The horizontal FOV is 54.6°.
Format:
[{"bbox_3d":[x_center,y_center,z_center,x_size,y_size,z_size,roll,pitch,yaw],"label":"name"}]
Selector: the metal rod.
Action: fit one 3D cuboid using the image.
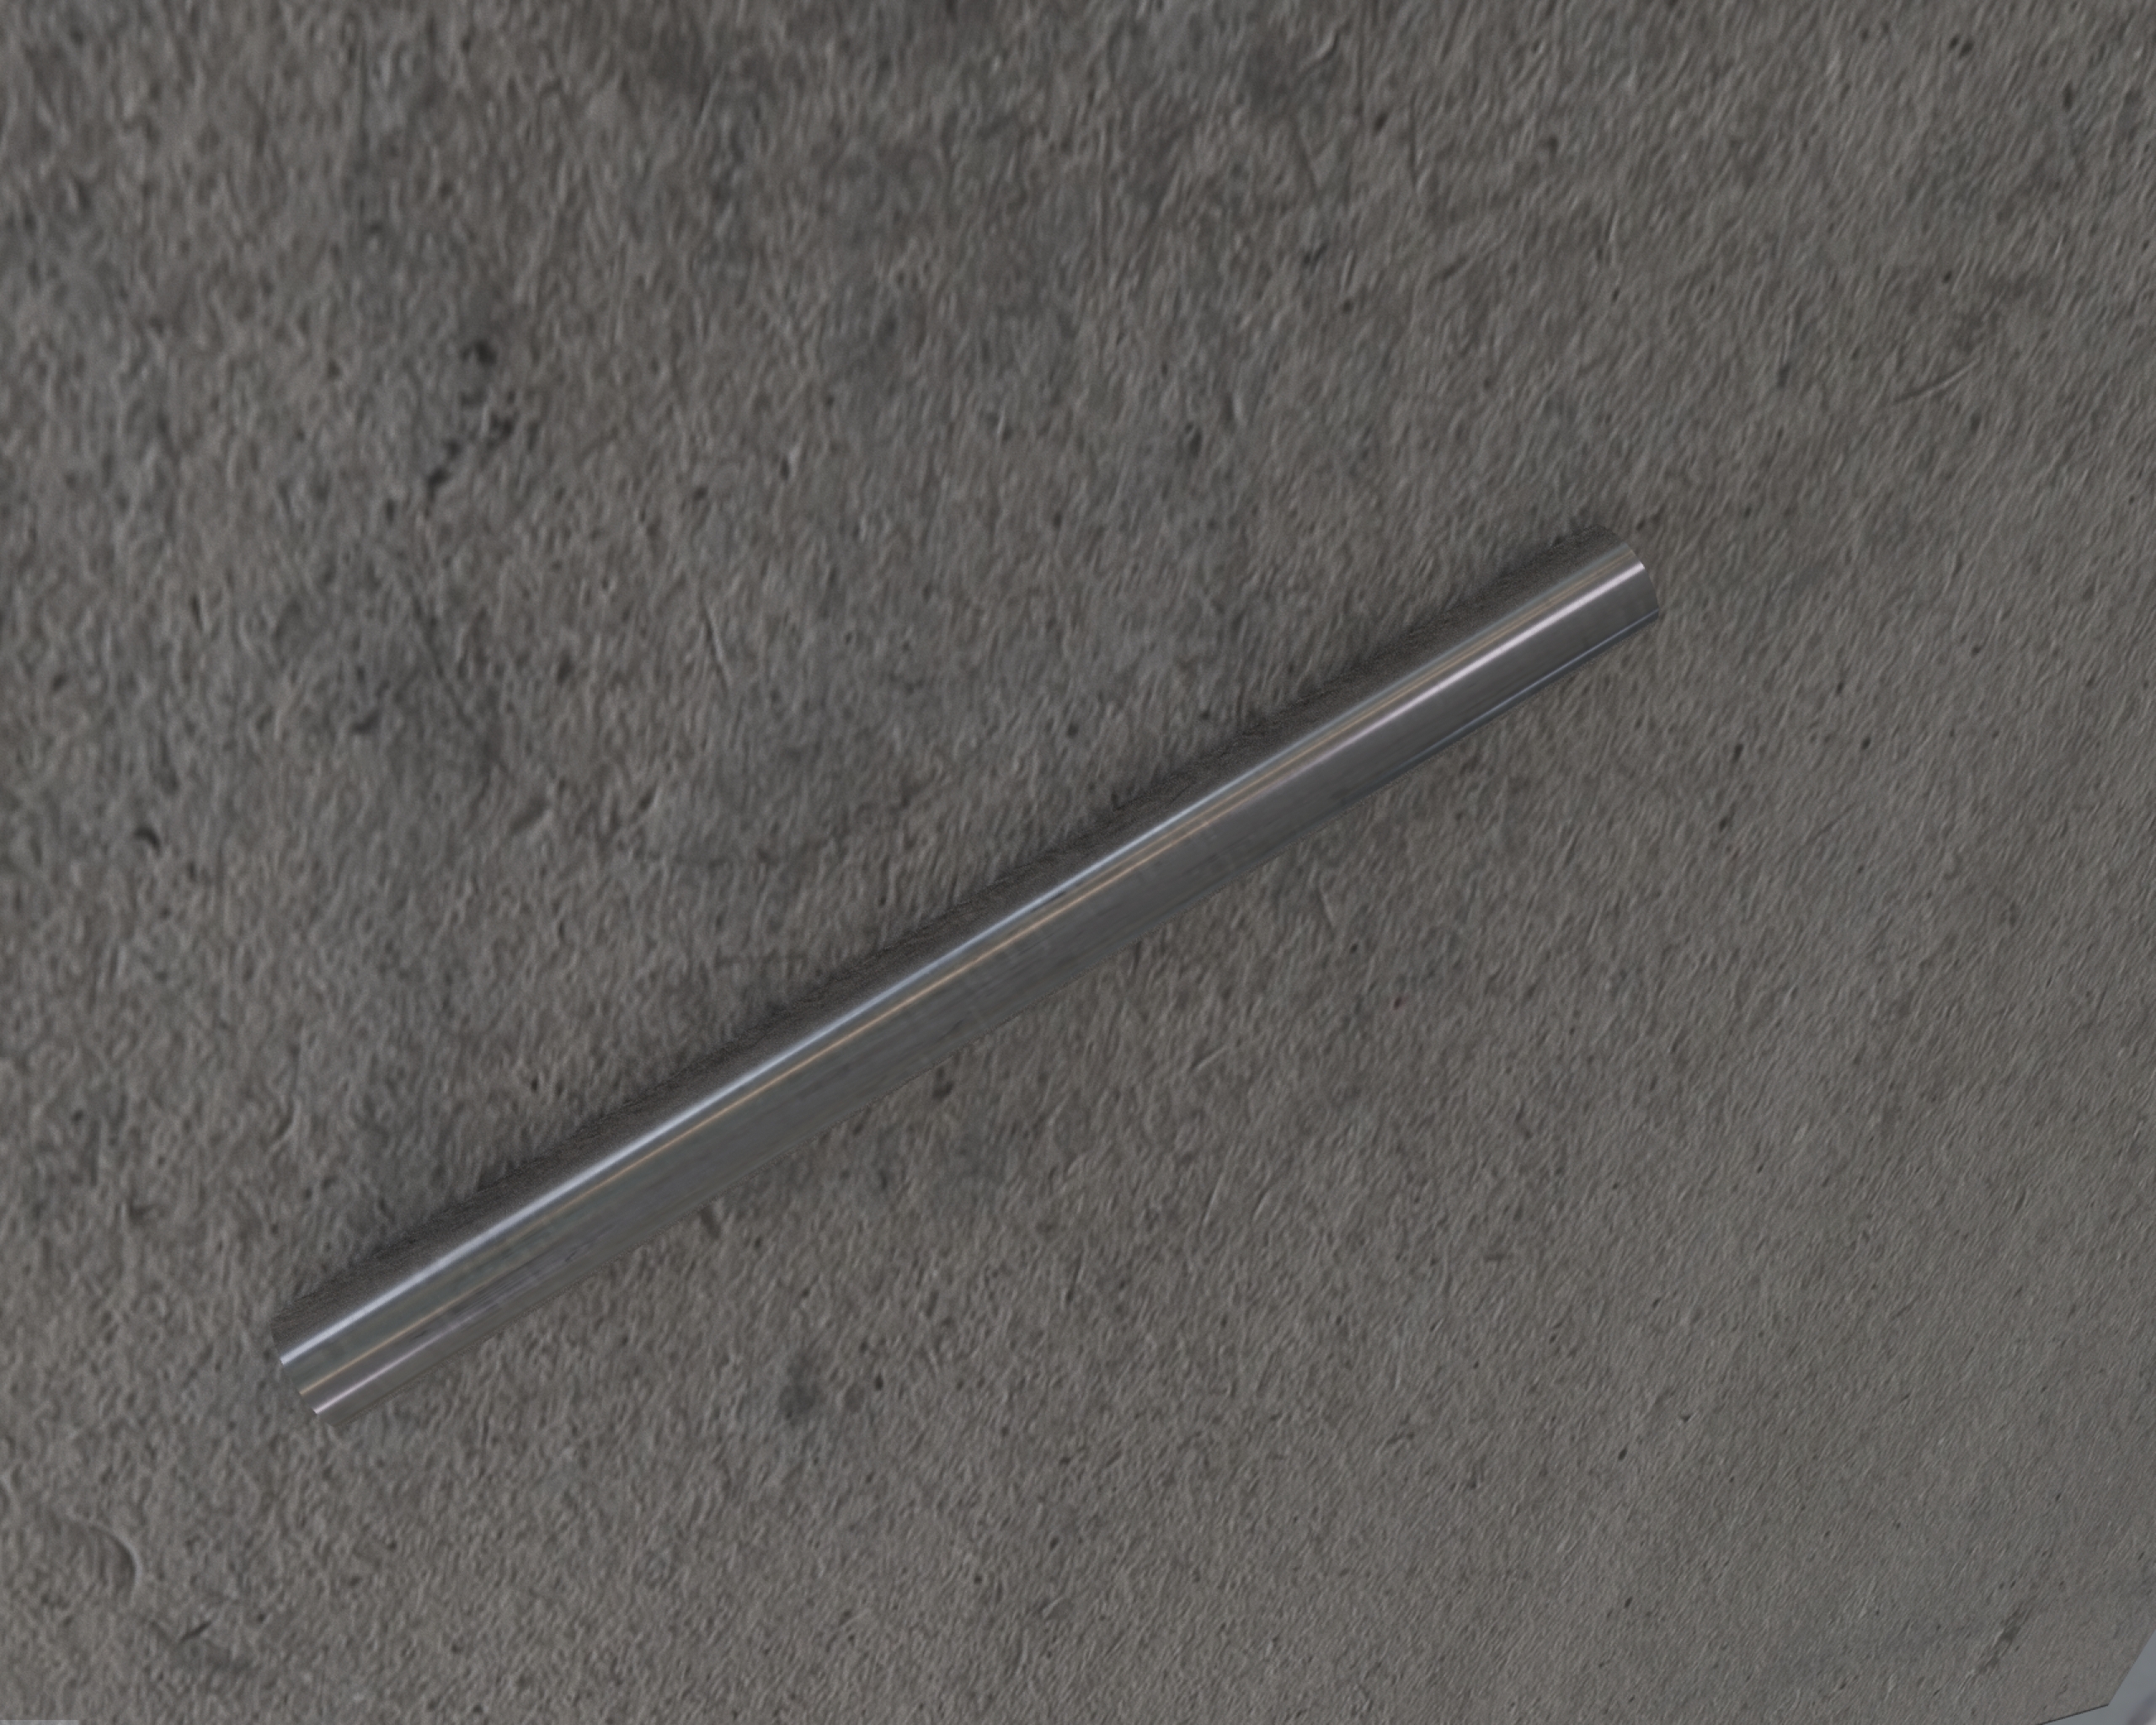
[{"bbox_3d":[-0.015,0.018,0.411,0.301,0.025,0.025,-31,129,-8],"label":"metal rod"}]
